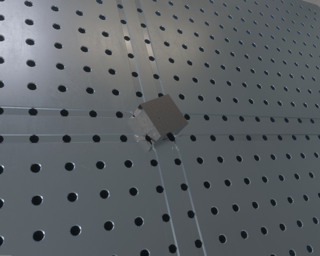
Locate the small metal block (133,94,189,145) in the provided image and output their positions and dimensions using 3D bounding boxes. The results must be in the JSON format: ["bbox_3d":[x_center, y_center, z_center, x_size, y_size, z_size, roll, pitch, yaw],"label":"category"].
[{"bbox_3d":[0.001,-0.013,0.416,0.050,0.025,0.050,-24,75,-36],"label":"small metal block"}]
